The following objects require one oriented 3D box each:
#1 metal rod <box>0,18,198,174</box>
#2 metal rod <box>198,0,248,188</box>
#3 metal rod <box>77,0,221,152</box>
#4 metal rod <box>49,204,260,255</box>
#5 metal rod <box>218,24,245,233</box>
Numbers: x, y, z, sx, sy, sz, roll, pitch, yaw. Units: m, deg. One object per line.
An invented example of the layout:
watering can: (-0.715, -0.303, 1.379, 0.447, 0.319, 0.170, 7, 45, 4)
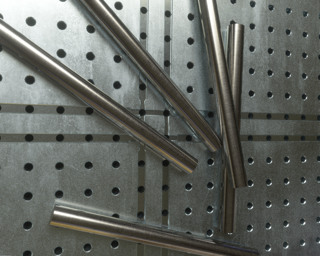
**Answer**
metal rod: (-0.072, -0.031, 0.386, 0.301, 0.025, 0.025, 36, 78, -17)
metal rod: (0.084, -0.067, 0.430, 0.025, 0.025, 0.298, -8, 88, -20)
metal rod: (-0.016, -0.082, 0.407, 0.025, 0.025, 0.300, -46, 105, -14)
metal rod: (0.007, 0.148, 0.416, 0.302, 0.025, 0.025, 19, 84, -20)
metal rod: (0.104, 0.000, 0.452, 0.025, 0.025, 0.298, 3, 89, -20)
